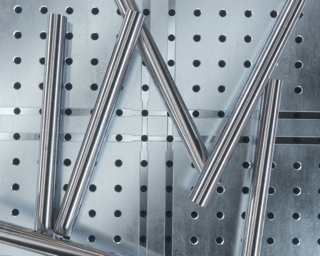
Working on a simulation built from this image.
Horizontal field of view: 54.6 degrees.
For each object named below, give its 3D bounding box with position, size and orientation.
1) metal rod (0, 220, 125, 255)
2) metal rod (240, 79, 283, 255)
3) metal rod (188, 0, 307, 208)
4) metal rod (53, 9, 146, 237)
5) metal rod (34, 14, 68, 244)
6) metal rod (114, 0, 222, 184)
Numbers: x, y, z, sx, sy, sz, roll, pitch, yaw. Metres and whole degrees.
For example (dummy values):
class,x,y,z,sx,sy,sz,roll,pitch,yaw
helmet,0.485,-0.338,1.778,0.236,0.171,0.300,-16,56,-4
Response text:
class,x,y,z,sx,sy,sz,roll,pitch,yaw
metal rod,-0.107,0.158,0.393,0.301,0.025,0.025,20,90,-8
metal rod,0.131,0.085,0.414,0.025,0.025,0.298,8,90,0
metal rod,0.115,-0.039,0.399,0.025,0.025,0.299,28,84,0
metal rod,-0.080,-0.002,0.399,0.025,0.025,0.299,20,95,0
metal rod,-0.146,0.001,0.412,0.025,0.025,0.298,4,90,0
metal rod,0.006,-0.059,0.413,0.025,0.025,0.299,-26,90,0
